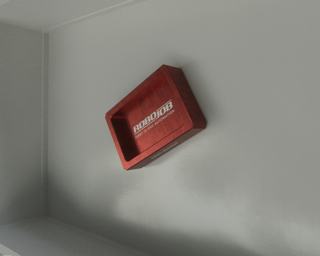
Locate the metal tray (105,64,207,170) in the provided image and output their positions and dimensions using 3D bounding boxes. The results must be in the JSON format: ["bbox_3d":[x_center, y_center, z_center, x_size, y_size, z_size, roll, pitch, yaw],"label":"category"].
[{"bbox_3d":[-0.011,-0.010,0.410,0.130,0.030,0.090,-35,69,34],"label":"metal tray"}]
